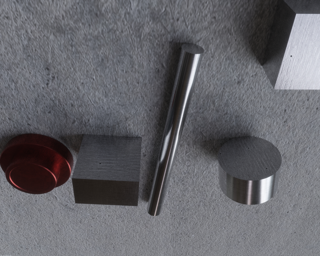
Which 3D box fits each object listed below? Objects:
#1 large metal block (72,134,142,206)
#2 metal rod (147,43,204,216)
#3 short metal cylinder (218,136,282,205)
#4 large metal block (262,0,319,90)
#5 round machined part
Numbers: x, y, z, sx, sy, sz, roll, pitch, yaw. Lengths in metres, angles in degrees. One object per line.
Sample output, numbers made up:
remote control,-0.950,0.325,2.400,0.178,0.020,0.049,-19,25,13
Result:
large metal block,-0.067,0.055,0.417,0.081,0.080,0.050,4,130,-4
metal rod,0.013,0.026,0.429,0.025,0.025,0.298,6,130,-6
short metal cylinder,0.120,0.056,0.421,0.080,0.080,0.050,-7,130,5
large metal block,0.160,-0.087,0.319,0.081,0.050,0.079,0,130,-1
round machined part,-0.178,0.058,0.443,0.099,0.042,0.097,-1,130,0
